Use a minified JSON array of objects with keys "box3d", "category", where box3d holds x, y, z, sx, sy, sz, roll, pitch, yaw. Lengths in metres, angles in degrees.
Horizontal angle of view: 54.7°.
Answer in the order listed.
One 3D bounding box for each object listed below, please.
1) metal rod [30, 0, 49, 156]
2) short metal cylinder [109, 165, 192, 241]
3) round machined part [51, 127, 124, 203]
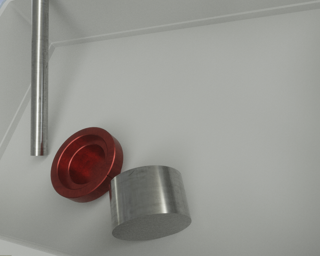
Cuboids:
[{"box3d":[-0.187,-0.107,0.483,0.025,0.025,0.298,-1,88,27],"category":"metal rod"},{"box3d":[-0.012,0.081,0.326,0.080,0.080,0.050,-22,54,15],"category":"short metal cylinder"},{"box3d":[-0.091,0.051,0.409,0.098,0.042,0.098,-13,56,20],"category":"round machined part"}]
